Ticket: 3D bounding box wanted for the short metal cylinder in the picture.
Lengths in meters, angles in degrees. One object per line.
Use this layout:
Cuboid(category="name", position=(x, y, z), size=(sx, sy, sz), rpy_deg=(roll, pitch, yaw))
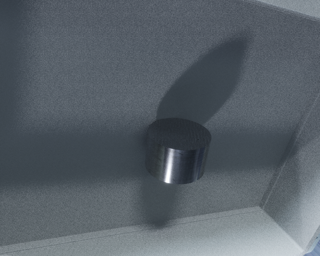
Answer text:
Cuboid(category="short metal cylinder", position=(0.022, 0.028, 0.402), size=(0.081, 0.080, 0.050), rpy_deg=(-8, 122, -24))
